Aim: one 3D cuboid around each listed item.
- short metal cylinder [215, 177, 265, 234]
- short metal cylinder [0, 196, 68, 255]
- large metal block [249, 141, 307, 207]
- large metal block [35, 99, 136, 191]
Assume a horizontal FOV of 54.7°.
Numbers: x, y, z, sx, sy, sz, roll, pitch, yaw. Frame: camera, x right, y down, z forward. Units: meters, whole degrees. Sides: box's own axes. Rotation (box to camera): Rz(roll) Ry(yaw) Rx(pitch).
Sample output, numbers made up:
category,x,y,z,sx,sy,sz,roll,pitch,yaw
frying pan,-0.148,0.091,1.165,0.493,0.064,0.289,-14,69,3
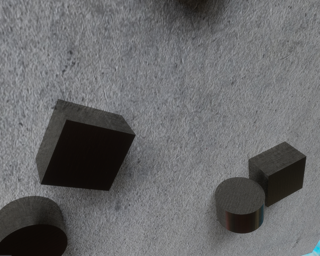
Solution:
category,x,y,z,sx,sy,sz,roll,pitch,yaw
short metal cylinder,0.136,0.130,0.526,0.081,0.080,0.050,-22,127,-15
short metal cylinder,-0.161,0.132,0.385,0.081,0.050,0.079,-14,124,-21
large metal block,0.209,0.083,0.556,0.081,0.050,0.080,-23,127,-14
large metal block,-0.087,0.022,0.357,0.081,0.050,0.080,14,111,-34
